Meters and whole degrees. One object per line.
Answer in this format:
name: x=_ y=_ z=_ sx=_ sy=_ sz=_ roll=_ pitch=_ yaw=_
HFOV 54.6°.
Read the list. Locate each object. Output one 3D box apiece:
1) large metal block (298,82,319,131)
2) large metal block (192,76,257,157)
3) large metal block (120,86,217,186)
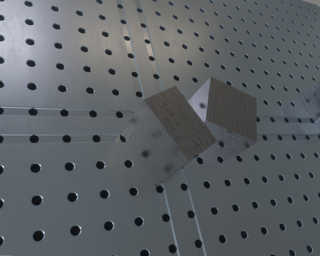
large metal block: x=0.328 y=-0.045 z=0.595 sx=0.081 sy=0.050 sz=0.080 roll=-13 pitch=68 yaw=-33
large metal block: x=0.091 y=-0.016 z=0.450 sx=0.080 sy=0.050 sz=0.080 roll=23 pitch=53 yaw=-15
large metal block: x=0.007 y=0.011 z=0.370 sx=0.050 sy=0.080 sz=0.080 roll=-28 pitch=77 yaw=-37
